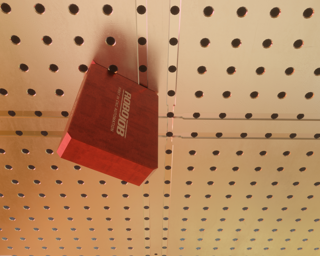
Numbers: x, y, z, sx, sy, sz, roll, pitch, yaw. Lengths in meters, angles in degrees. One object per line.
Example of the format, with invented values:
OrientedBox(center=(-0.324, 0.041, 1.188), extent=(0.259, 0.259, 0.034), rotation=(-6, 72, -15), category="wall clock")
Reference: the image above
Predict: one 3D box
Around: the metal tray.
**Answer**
OrientedBox(center=(-0.048, -0.009, 0.335), extent=(0.090, 0.130, 0.030), rotation=(24, 126, -19), category="metal tray")
